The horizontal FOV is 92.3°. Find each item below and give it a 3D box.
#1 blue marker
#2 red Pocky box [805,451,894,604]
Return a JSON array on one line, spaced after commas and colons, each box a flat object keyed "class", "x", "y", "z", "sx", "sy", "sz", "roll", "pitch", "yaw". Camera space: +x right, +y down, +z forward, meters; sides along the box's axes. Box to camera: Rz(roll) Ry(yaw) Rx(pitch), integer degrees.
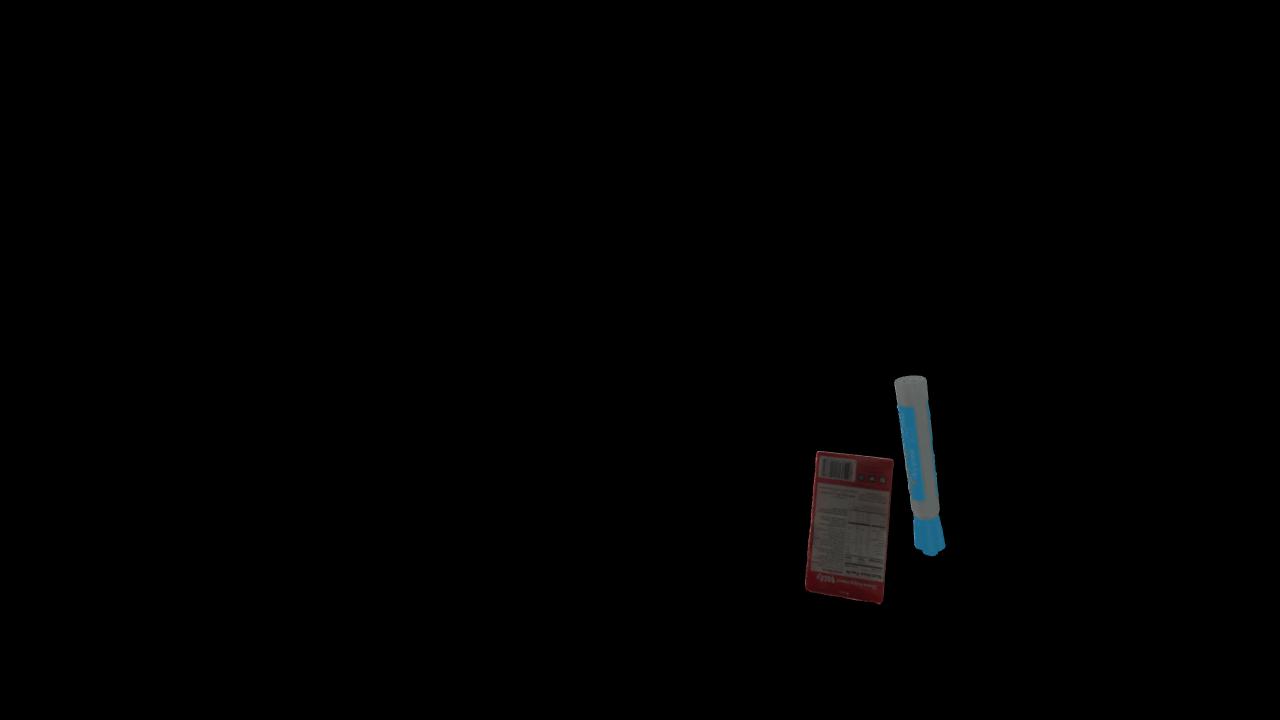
[{"class": "blue marker", "x": 0.181, "y": 0.070, "z": 0.397, "sx": 0.020, "sy": 0.121, "sz": 0.020, "roll": -11, "pitch": 11, "yaw": 2}, {"class": "red Pocky box", "x": 0.230, "y": 0.182, "z": 0.681, "sx": 0.083, "sy": 0.155, "sz": 0.028, "roll": 6, "pitch": -4, "yaw": 12}]
